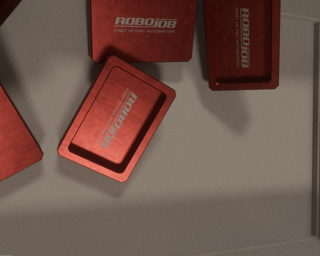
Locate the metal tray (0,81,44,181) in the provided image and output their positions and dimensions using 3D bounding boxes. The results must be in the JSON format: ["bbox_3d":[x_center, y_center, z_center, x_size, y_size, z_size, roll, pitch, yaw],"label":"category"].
[{"bbox_3d":[-0.192,-0.003,0.315,0.091,0.030,0.129,-30,119,-18],"label":"metal tray"}]

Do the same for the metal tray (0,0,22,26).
[{"bbox_3d":[-0.173,-0.139,0.277,0.090,0.130,0.030,11,53,-54],"label":"metal tray"}]

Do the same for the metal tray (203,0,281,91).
[{"bbox_3d":[0.107,-0.115,0.401,0.090,0.030,0.129,1,114,19],"label":"metal tray"}]

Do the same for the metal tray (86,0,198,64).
[{"bbox_3d":[-0.022,-0.129,0.383,0.131,0.030,0.089,-6,116,-20],"label":"metal tray"}]

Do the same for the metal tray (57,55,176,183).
[{"bbox_3d":[-0.052,-0.010,0.372,0.090,0.030,0.129,28,95,-19],"label":"metal tray"}]
